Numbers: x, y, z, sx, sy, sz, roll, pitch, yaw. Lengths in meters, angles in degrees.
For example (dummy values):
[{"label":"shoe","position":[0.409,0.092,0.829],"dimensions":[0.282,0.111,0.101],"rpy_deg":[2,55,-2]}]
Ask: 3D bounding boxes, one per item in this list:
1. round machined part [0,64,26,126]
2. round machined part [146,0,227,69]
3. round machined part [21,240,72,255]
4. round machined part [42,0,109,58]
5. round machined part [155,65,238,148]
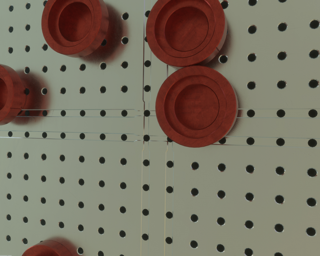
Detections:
[{"label":"round machined part","position":[-0.256,-0.052,0.495],"dimensions":[0.098,0.042,0.097],"rpy_deg":[0,90,20]},{"label":"round machined part","position":[0.036,-0.122,0.391],"dimensions":[0.098,0.042,0.097],"rpy_deg":[0,90,20]},{"label":"round machined part","position":[-0.177,0.226,0.467],"dimensions":[0.098,0.042,0.097],"rpy_deg":[0,90,20]},{"label":"round machined part","position":[-0.116,-0.150,0.445],"dimensions":[0.098,0.042,0.097],"rpy_deg":[0,90,20]},{"label":"round machined part","position":[0.047,-0.026,0.386],"dimensions":[0.098,0.042,0.097],"rpy_deg":[0,91,20]}]
